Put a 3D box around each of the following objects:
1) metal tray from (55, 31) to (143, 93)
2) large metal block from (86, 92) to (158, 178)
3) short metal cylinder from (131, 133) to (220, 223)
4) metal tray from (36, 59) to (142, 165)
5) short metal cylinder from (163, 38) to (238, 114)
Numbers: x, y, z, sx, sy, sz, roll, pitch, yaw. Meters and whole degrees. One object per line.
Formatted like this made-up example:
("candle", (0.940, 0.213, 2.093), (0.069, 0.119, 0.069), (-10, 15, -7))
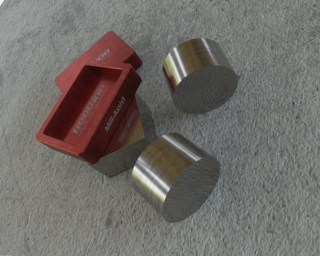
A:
("metal tray", (-0.104, -0.093, 0.512), (0.130, 0.030, 0.090), (-41, 51, 0))
("large metal block", (-0.051, 0.008, 0.410), (0.080, 0.050, 0.080), (-25, 53, 12))
("short metal cylinder", (0.017, 0.052, 0.328), (0.080, 0.080, 0.050), (-49, 52, -6))
("metal tray", (-0.091, -0.026, 0.400), (0.090, 0.030, 0.130), (14, 68, 33))
("short metal cylinder", (0.048, -0.062, 0.382), (0.080, 0.080, 0.050), (-26, 53, 12))
